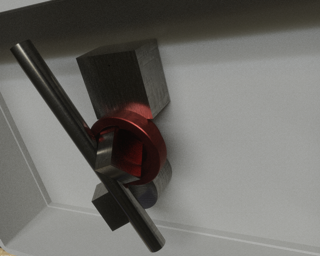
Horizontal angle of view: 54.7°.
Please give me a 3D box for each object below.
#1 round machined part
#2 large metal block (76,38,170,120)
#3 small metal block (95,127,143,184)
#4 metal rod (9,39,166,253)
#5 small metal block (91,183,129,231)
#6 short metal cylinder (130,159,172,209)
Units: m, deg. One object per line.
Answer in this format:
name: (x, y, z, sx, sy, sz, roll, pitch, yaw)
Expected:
round machined part: (-0.036, 0.020, 0.388, 0.098, 0.042, 0.097, 13, 124, 20)
large metal block: (-0.042, -0.057, 0.374, 0.080, 0.050, 0.080, 0, 119, 28)
small metal block: (-0.048, 0.033, 0.373, 0.025, 0.050, 0.050, -21, 142, 32)
metal rod: (-0.079, 0.033, 0.377, 0.025, 0.025, 0.299, -21, 108, 35)
small metal block: (-0.065, 0.101, 0.418, 0.025, 0.050, 0.050, -30, 104, 3)
short metal cylinder: (-0.029, 0.070, 0.449, 0.080, 0.050, 0.079, 13, 124, 20)
